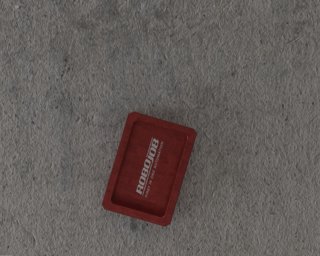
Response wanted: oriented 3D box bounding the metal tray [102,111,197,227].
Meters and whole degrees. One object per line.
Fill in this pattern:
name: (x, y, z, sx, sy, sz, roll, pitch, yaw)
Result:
metal tray: (-0.013, 0.052, 0.407, 0.090, 0.030, 0.129, 16, 90, 0)
